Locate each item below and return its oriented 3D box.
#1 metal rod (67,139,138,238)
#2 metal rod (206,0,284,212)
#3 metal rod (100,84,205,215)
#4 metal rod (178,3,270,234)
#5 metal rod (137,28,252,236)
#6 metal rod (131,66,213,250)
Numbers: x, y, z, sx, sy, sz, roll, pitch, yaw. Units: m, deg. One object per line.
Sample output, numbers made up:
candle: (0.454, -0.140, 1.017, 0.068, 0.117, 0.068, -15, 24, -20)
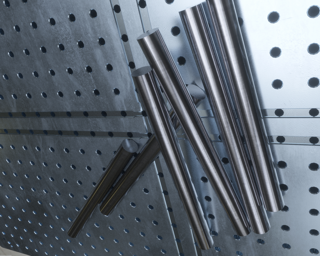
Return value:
metal rod: (-0.111, 0.120, 0.544, 0.025, 0.025, 0.298, 38, 129, 3)
metal rod: (0.095, -0.032, 0.341, 0.025, 0.025, 0.299, -8, 115, 32)
metal rod: (-0.026, 0.051, 0.456, 0.025, 0.025, 0.298, 38, 129, 2)
metal rod: (0.084, 0.006, 0.370, 0.025, 0.025, 0.299, -9, 114, 32)
metal rod: (0.053, 0.024, 0.374, 0.025, 0.025, 0.299, -11, 120, 33)
metal rod: (0.026, 0.059, 0.411, 0.025, 0.025, 0.299, -2, 125, 29)
